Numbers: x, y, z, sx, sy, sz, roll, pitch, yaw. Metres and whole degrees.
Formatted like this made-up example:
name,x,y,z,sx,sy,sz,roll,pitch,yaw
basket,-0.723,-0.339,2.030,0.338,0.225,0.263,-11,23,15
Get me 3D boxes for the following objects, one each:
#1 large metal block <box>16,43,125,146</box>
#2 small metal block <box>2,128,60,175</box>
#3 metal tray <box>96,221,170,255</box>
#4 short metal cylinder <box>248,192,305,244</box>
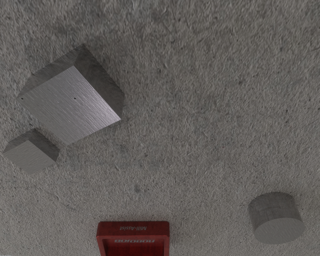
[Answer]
name,x,y,z,sx,sy,sz,roll,pitch,yaw
large metal block,-0.099,-0.036,0.359,0.080,0.050,0.080,-25,126,19
small metal block,-0.179,0.034,0.434,0.050,0.025,0.050,-25,126,20
metal tray,-0.048,0.215,0.585,0.131,0.030,0.089,0,130,0
short metal cylinder,0.195,0.153,0.523,0.081,0.050,0.079,0,130,0
